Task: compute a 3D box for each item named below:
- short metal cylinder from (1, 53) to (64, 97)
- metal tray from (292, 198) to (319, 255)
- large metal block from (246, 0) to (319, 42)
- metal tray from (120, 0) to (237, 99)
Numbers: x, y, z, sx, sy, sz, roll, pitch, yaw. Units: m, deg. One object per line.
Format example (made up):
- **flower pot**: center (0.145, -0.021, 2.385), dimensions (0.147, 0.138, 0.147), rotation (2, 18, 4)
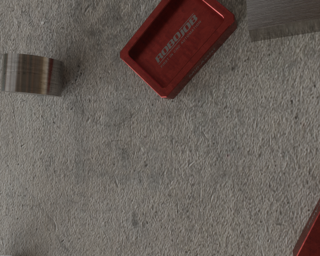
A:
- **short metal cylinder**: center (-0.182, -0.073, 0.444), dimensions (0.080, 0.080, 0.050), rotation (6, 92, 20)
- **metal tray**: center (0.214, 0.109, 0.331), dimensions (0.090, 0.030, 0.129), rotation (25, 98, 18)
- **large metal block**: center (0.140, -0.148, 0.346), dimensions (0.080, 0.050, 0.080), rotation (-4, 89, 20)
- **metal tray**: center (0.022, -0.113, 0.398), dimensions (0.090, 0.030, 0.130), rotation (45, 104, 14)
